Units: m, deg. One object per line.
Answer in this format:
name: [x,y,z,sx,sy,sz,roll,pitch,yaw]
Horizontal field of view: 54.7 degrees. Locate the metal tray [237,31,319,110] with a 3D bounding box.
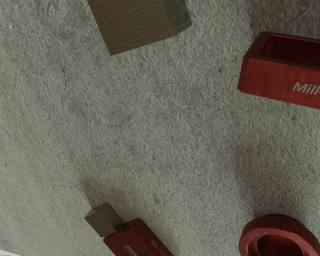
metal tray: [0.141,-0.047,0.261,0.130,0.090,0.030,16,125,19]

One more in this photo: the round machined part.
round machined part: [0.157,0.153,0.407,0.098,0.042,0.097,13,124,20]

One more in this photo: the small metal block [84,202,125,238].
small metal block: [-0.101,0.167,0.561,0.050,0.025,0.050,-29,103,37]

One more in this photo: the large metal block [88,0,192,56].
large metal block: [-0.023,-0.129,0.322,0.080,0.050,0.080,-8,115,31]

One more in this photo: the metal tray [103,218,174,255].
metal tray: [-0.030,0.229,0.560,0.090,0.030,0.130,-32,101,38]
